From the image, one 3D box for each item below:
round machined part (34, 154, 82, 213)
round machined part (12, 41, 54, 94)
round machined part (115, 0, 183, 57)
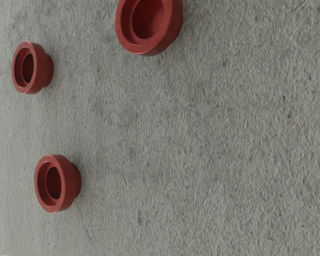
[{"bbox_3d":[-0.174,0.094,0.538,0.098,0.042,0.097,0,90,40],"label":"round machined part"},{"bbox_3d":[-0.241,-0.113,0.593,0.098,0.042,0.097,0,90,40],"label":"round machined part"},{"bbox_3d":[-0.010,-0.141,0.402,0.098,0.042,0.097,0,90,40],"label":"round machined part"}]
